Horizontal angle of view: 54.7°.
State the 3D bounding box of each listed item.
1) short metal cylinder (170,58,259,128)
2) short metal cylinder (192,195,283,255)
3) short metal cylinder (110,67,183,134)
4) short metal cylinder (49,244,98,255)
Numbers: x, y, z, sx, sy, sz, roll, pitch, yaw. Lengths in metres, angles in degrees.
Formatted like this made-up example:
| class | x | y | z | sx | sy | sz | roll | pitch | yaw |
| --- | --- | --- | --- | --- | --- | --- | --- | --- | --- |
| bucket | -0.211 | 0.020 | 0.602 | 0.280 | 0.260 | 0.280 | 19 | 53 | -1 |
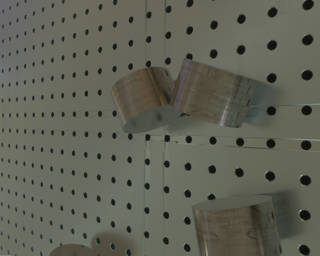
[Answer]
| class | x | y | z | sx | sy | sz | roll | pitch | yaw |
| --- | --- | --- | --- | --- | --- | --- | --- | --- | --- |
| short metal cylinder | 0.056 | -0.038 | 0.326 | 0.080 | 0.081 | 0.050 | 28 | 107 | 36 |
| short metal cylinder | 0.076 | 0.099 | 0.310 | 0.080 | 0.081 | 0.050 | -14 | 81 | 39 |
| short metal cylinder | -0.015 | -0.032 | 0.384 | 0.080 | 0.081 | 0.050 | -32 | 70 | 35 |
| short metal cylinder | -0.138 | 0.229 | 0.485 | 0.080 | 0.081 | 0.050 | 27 | 107 | 36 |
